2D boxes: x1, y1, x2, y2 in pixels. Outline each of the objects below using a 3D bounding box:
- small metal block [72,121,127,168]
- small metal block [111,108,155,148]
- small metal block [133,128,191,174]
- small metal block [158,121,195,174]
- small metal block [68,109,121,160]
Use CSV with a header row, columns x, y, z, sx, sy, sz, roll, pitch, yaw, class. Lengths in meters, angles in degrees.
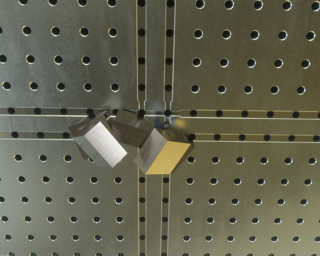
x,y,z,sx,sy,sz,roll,pitch,yaw,class
-0.074,0.021,0.377,0.025,0.050,0.050,-46,108,-25,small metal block
-0.035,0.001,0.400,0.050,0.050,0.025,18,109,-7,small metal block
0.003,0.030,0.383,0.050,0.025,0.050,11,118,-52,small metal block
0.011,0.027,0.424,0.050,0.025,0.050,34,106,-12,small metal block
-0.086,0.009,0.416,0.050,0.025,0.050,-18,109,6,small metal block
